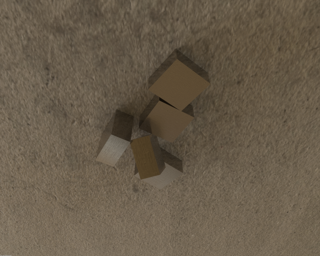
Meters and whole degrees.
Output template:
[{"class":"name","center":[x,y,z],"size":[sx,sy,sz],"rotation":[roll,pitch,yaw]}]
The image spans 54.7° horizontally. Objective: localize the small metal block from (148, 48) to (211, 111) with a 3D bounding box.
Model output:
[{"class":"small metal block","center":[0.022,-0.055,0.361],"size":[0.050,0.025,0.050],"rotation":[31,123,-24]}]

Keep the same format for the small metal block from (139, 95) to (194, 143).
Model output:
[{"class":"small metal block","center":[0.008,-0.014,0.395],"size":[0.050,0.025,0.050],"rotation":[24,126,-20]}]

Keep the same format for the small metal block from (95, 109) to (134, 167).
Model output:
[{"class":"small metal block","center":[-0.058,0.013,0.401],"size":[0.025,0.050,0.050],"rotation":[24,126,-18]}]

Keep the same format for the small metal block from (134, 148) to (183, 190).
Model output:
[{"class":"small metal block","center":[-0.002,0.059,0.458],"size":[0.050,0.025,0.050],"rotation":[33,123,-26]}]

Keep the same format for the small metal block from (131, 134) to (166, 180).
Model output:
[{"class":"small metal block","center":[-0.015,0.035,0.401],"size":[0.025,0.050,0.050],"rotation":[-16,91,9]}]
